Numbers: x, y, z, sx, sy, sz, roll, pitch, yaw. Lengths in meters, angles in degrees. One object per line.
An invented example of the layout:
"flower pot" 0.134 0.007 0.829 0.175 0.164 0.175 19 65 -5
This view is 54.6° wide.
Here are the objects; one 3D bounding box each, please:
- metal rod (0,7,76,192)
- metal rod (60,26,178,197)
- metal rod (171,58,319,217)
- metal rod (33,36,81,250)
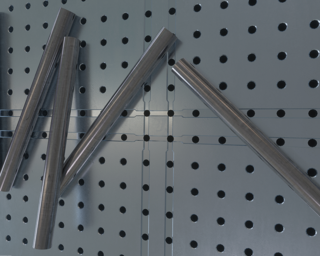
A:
"metal rod" -0.196 -0.039 0.482 0.025 0.025 0.299 26 98 18
"metal rod" -0.077 -0.011 0.440 0.025 0.025 0.299 42 103 15
"metal rod" 0.124 0.024 0.368 0.300 0.025 0.025 47 104 14
"metal rod" -0.147 0.017 0.444 0.025 0.025 0.299 4 84 20
